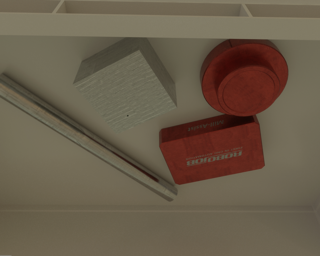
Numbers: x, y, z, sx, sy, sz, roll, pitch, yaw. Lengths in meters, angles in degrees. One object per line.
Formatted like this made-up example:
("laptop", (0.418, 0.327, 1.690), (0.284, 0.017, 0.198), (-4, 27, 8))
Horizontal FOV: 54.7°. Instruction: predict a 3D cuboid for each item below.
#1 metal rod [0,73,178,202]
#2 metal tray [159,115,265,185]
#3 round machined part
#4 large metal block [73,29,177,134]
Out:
("metal rod", (-0.086, 0.027, 0.430), (0.025, 0.025, 0.301), (-37, 122, 27))
("metal tray", (0.073, 0.030, 0.432), (0.131, 0.030, 0.090), (-13, 129, 10))
("round machined part", (0.097, -0.052, 0.355), (0.099, 0.042, 0.097), (-1, 130, 0))
("large metal block", (-0.036, -0.050, 0.350), (0.080, 0.050, 0.080), (-23, 127, 18))
